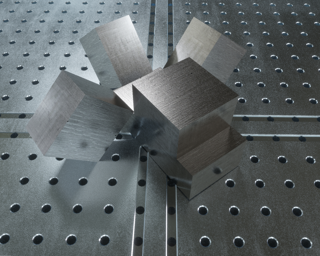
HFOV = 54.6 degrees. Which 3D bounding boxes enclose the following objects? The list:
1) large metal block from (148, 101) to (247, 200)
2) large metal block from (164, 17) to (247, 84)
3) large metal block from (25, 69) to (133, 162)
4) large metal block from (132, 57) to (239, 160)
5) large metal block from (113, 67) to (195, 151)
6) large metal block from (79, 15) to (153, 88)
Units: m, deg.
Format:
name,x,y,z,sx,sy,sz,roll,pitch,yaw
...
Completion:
name,x,y,z,sx,sy,sz,roll,pitch,yaw
large metal block,0.042,0.024,0.371,0.080,0.050,0.080,-29,55,-23
large metal block,0.063,-0.095,0.432,0.050,0.080,0.080,44,23,31
large metal block,-0.091,-0.010,0.360,0.050,0.080,0.080,44,104,31
large metal block,0.026,-0.025,0.346,0.080,0.050,0.080,-29,57,-24
large metal block,-0.007,-0.026,0.414,0.080,0.050,0.080,-31,57,-23
large metal block,-0.064,-0.103,0.438,0.050,0.080,0.080,-31,17,-23
